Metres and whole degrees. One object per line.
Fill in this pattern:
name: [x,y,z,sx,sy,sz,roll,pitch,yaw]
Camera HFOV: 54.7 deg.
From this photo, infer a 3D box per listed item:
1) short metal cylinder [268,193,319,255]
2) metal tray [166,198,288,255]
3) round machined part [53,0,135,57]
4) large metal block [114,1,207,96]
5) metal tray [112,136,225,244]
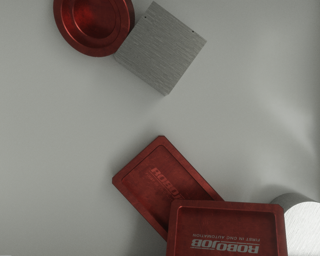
short metal cylinder: [0.182,0.129,0.401,0.081,0.050,0.079,0,90,-1]
metal tray: [0.075,0.133,0.358,0.131,0.030,0.090,1,60,10]
round machined part: [-0.078,-0.142,0.387,0.098,0.042,0.097,7,123,12]
large metal block: [0.000,-0.097,0.396,0.080,0.050,0.080,36,90,-5]
metal tray: [0.013,0.084,0.409,0.090,0.030,0.130,-43,91,0]
